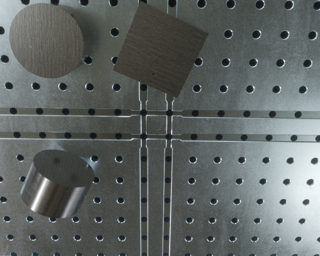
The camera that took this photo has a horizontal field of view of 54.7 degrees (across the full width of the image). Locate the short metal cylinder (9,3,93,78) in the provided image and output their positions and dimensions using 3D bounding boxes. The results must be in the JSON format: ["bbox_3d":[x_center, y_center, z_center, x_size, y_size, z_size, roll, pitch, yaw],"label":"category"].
[{"bbox_3d":[-0.123,-0.102,0.361,0.081,0.050,0.079,0,110,0],"label":"short metal cylinder"}]

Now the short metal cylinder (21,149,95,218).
[{"bbox_3d":[-0.134,0.072,0.409,0.080,0.080,0.050,25,108,-9],"label":"short metal cylinder"}]

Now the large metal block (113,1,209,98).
[{"bbox_3d":[0.000,-0.093,0.366,0.080,0.050,0.080,23,108,-9],"label":"large metal block"}]
